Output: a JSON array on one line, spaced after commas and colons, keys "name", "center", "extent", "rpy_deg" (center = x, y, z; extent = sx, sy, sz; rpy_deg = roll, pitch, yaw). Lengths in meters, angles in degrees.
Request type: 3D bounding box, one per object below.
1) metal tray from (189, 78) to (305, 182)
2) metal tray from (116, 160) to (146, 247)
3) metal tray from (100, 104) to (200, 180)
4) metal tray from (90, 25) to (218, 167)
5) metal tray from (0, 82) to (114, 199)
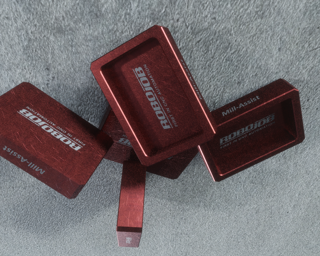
[{"name": "metal tray", "center": [0.111, 0.006, 0.390], "extent": [0.130, 0.030, 0.090], "rpy_deg": [-26, 127, 2]}, {"name": "metal tray", "center": [-0.040, 0.111, 0.434], "extent": [0.030, 0.090, 0.129], "rpy_deg": [5, 151, -4]}, {"name": "metal tray", "center": [-0.016, 0.016, 0.419], "extent": [0.131, 0.030, 0.089], "rpy_deg": [20, 127, -17]}, {"name": "metal tray", "center": [-0.006, -0.033, 0.339], "extent": [0.090, 0.030, 0.130], "rpy_deg": [-25, 97, 19]}, {"name": "metal tray", "center": [-0.128, 0.010, 0.353], "extent": [0.130, 0.090, 0.030], "rpy_deg": [35, 123, -6]}]
